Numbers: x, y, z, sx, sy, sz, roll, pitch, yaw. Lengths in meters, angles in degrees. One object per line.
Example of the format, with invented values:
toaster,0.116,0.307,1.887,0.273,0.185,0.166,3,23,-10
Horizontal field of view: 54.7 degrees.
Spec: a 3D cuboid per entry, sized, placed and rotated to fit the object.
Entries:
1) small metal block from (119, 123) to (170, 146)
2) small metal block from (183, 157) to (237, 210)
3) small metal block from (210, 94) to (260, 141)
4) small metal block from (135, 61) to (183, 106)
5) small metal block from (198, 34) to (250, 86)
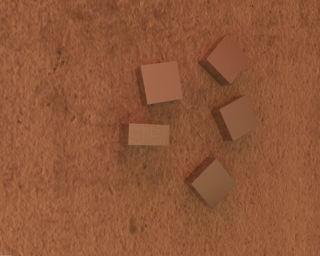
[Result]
small metal block,-0.021,0.008,0.389,0.050,0.050,0.025,2,90,-20
small metal block,0.071,0.077,0.437,0.050,0.025,0.050,-43,104,-15
small metal block,0.109,-0.015,0.451,0.050,0.025,0.050,-28,100,-18
small metal block,-0.001,-0.059,0.410,0.050,0.025,0.050,-12,94,-20
small metal block,0.092,-0.097,0.444,0.050,0.025,0.050,42,77,-16
